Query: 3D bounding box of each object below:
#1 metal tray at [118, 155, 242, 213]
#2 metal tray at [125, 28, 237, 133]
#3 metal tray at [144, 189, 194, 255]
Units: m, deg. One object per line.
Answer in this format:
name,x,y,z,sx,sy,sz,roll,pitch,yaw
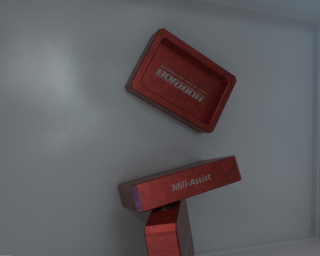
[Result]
metal tray,0.021,0.067,0.382,0.131,0.090,0.030,-13,85,-20
metal tray,0.031,-0.060,0.420,0.131,0.030,0.090,29,80,-18
metal tray,0.015,0.127,0.345,0.030,0.130,0.089,-9,94,8
